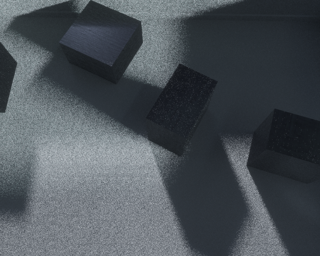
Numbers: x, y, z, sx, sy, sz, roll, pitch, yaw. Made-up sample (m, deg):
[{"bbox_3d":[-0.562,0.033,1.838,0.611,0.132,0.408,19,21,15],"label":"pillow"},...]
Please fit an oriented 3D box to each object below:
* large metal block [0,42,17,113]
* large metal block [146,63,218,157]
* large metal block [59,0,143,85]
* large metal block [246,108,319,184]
[{"bbox_3d":[-0.237,-0.073,0.404,0.050,0.080,0.080,3,70,1],"label":"large metal block"},{"bbox_3d":[0.026,-0.019,0.388,0.050,0.080,0.080,28,72,9],"label":"large metal block"},{"bbox_3d":[-0.080,-0.121,0.440,0.080,0.050,0.080,26,72,8],"label":"large metal block"},{"bbox_3d":[0.160,0.025,0.373,0.080,0.080,0.050,17,71,5],"label":"large metal block"}]
